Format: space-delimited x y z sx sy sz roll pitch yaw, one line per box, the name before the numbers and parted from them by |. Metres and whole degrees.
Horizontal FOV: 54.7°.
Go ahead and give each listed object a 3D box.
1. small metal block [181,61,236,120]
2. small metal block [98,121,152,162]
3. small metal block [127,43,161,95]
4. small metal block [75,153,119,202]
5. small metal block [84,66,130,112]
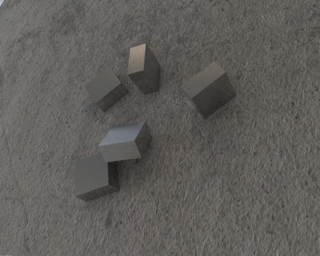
small metal block | 0.061 -0.045 0.384 0.050 0.050 0.025 -38 51 3
small metal block | -0.044 0.017 0.401 0.050 0.025 0.050 -9 27 20
small metal block | -0.022 -0.085 0.452 0.025 0.050 0.050 -11 57 22
small metal block | -0.084 0.064 0.409 0.050 0.025 0.050 -21 54 15
small metal block | -0.084 -0.061 0.485 0.050 0.025 0.050 -38 51 2
